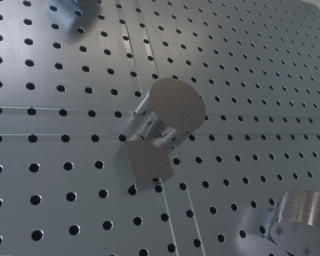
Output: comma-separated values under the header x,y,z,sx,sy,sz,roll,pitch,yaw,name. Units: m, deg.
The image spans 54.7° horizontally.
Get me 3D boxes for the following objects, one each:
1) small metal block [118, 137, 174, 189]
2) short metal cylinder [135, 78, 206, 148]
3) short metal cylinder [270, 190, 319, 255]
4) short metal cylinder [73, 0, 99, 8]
x,y,z,sx,sy,sz,roll,pitch,yaw,name
-0.017,0.041,0.374,0.050,0.025,0.050,-5,64,-31,small metal block
0.013,-0.019,0.411,0.081,0.050,0.080,14,56,-21,short metal cylinder
0.189,0.125,0.399,0.080,0.080,0.050,38,51,-3,short metal cylinder
-0.110,-0.225,0.451,0.050,0.080,0.080,43,51,1,short metal cylinder
